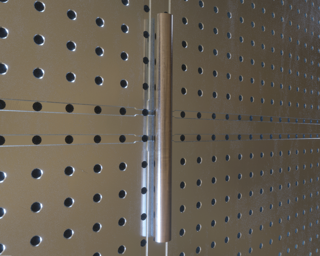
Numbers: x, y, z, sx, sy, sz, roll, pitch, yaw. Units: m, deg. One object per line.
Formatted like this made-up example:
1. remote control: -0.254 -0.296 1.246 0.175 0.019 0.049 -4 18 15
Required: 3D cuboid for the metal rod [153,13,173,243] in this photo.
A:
1. metal rod: 0.004 -0.001 0.414 0.025 0.025 0.298 1 90 -40
